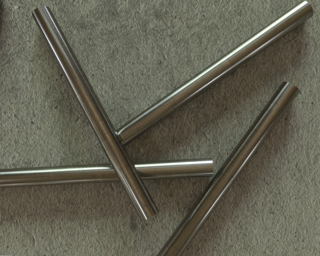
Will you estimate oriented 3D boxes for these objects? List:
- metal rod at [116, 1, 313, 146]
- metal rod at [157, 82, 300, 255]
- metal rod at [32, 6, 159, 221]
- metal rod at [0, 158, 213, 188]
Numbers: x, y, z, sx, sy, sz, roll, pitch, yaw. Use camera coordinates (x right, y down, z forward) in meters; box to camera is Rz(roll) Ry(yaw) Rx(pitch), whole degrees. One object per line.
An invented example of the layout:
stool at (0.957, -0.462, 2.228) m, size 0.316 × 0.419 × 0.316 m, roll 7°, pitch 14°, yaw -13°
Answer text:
metal rod at (0.071, -0.072, 0.410) m, size 0.301 × 0.025 × 0.025 m, roll -35°, pitch 90°, yaw 0°
metal rod at (0.086, 0.067, 0.410) m, size 0.025 × 0.025 × 0.299 m, roll 36°, pitch 90°, yaw 0°
metal rod at (-0.084, -0.023, 0.393) m, size 0.025 × 0.025 × 0.299 m, roll -29°, pitch 84°, yaw 0°
metal rod at (-0.082, 0.060, 0.409) m, size 0.302 × 0.025 × 0.025 m, roll -3°, pitch 90°, yaw 0°
